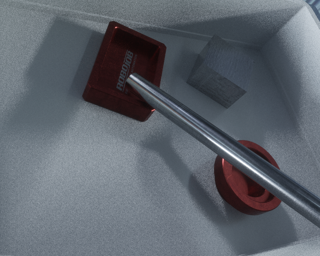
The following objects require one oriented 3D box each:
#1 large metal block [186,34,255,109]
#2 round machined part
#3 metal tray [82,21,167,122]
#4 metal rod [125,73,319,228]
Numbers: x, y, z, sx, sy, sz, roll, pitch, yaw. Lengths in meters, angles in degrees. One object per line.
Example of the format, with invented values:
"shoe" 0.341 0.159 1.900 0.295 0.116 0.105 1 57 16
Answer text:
"large metal block" 0.099 -0.092 0.501 0.080 0.050 0.080 31 52 -9
"round machined part" 0.114 0.069 0.416 0.099 0.042 0.098 14 56 -21
"metal tray" -0.044 -0.081 0.428 0.091 0.030 0.130 21 54 -16
"metal rod" 0.075 0.022 0.342 0.300 0.025 0.025 37 48 23
